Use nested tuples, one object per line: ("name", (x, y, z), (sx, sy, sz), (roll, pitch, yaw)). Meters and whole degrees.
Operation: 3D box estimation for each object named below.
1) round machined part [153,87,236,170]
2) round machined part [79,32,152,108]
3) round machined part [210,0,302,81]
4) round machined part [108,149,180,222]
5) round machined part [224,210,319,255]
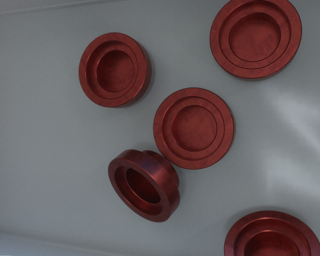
("round machined part", (0.045, 0.000, 0.385), (0.098, 0.042, 0.097), (0, 90, 19))
("round machined part", (-0.057, -0.075, 0.420), (0.098, 0.042, 0.097), (0, 90, 19))
("round machined part", (0.111, -0.103, 0.362), (0.098, 0.042, 0.097), (0, 90, 19))
("round machined part", (-0.015, 0.067, 0.389), (0.098, 0.042, 0.097), (25, 135, 28))
("round machined part", (0.123, 0.143, 0.339), (0.098, 0.098, 0.042), (-5, 128, 19))
